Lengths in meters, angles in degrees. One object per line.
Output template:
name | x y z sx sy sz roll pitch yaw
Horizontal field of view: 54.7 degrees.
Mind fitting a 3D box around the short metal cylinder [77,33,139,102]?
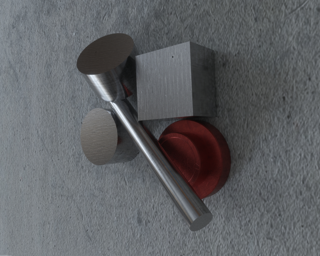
short metal cylinder | -0.063 -0.082 0.418 0.080 0.050 0.080 -11 50 14

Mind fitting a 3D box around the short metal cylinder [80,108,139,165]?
short metal cylinder | -0.070 0.012 0.449 0.080 0.050 0.080 0 90 40

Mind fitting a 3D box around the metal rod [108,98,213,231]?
metal rod | -0.030 0.000 0.387 0.025 0.025 0.300 -60 43 23

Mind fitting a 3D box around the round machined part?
round machined part | 0.030 0.038 0.369 0.098 0.042 0.097 0 90 40

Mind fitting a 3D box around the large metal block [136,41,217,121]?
large metal block | 0.019 -0.051 0.372 0.080 0.050 0.080 -4 88 40
